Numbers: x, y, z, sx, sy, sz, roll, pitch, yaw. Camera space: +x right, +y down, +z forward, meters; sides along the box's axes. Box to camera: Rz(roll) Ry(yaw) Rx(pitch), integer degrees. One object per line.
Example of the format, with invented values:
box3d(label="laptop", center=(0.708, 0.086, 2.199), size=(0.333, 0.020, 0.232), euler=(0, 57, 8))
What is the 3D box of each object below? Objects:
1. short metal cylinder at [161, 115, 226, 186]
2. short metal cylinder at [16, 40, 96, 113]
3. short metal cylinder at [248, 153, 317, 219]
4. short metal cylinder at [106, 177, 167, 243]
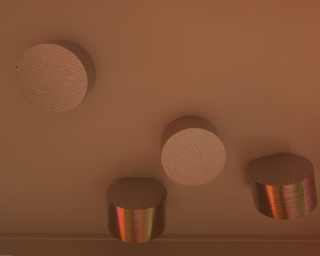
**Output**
box3d(label="short metal cylinder", center=(0.042, 0.029, 0.409), size=(0.081, 0.050, 0.079), euler=(0, 110, 0))
box3d(label="short metal cylinder", center=(-0.122, -0.063, 0.374), size=(0.081, 0.050, 0.079), euler=(0, 110, 0))
box3d(label="short metal cylinder", center=(0.162, 0.075, 0.411), size=(0.080, 0.080, 0.050), euler=(-14, 110, 5))
box3d(label="short metal cylinder", center=(-0.031, 0.109, 0.422), size=(0.081, 0.080, 0.050), euler=(1, 110, -1))
